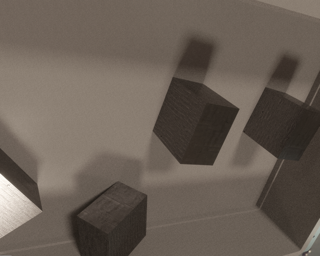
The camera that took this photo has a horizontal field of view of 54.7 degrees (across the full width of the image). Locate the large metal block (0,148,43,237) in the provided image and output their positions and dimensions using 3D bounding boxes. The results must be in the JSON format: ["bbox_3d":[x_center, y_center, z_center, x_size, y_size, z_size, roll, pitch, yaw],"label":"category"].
[{"bbox_3d":[-0.190,0.075,0.336,0.080,0.050,0.080,-32,129,-8],"label":"large metal block"}]

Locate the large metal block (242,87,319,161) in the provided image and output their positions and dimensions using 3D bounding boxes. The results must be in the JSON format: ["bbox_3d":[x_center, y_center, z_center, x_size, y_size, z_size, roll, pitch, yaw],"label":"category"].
[{"bbox_3d":[0.187,-0.007,0.474,0.050,0.080,0.079,8,114,-33],"label":"large metal block"}]

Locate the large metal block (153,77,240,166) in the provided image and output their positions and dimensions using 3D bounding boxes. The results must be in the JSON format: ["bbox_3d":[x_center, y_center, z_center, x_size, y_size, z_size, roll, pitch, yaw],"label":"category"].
[{"bbox_3d":[0.041,-0.009,0.392,0.050,0.080,0.079,7,115,-32],"label":"large metal block"}]

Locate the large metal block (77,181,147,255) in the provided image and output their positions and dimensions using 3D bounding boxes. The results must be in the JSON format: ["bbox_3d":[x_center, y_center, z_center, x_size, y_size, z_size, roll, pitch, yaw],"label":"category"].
[{"bbox_3d":[-0.062,0.134,0.420,0.080,0.050,0.079,-37,139,-48],"label":"large metal block"}]
